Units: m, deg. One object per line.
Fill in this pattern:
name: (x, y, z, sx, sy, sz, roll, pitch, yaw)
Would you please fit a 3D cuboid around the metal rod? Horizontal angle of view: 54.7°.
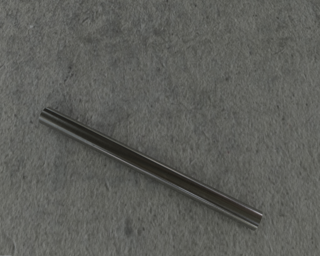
metal rod: (-0.018, 0.047, 0.390, 0.301, 0.025, 0.025, 25, 72, 8)
